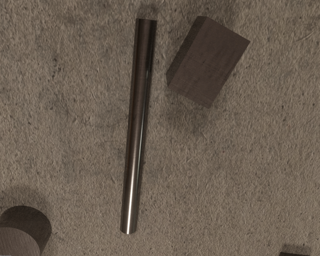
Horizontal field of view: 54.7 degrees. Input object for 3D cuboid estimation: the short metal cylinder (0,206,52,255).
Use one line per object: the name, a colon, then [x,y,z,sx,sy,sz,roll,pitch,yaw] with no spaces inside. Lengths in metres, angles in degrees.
short metal cylinder: [-0.208,0.162,0.453,0.081,0.050,0.079,0,110,-1]

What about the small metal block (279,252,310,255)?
small metal block: [0.216,0.231,0.498,0.050,0.025,0.050,8,110,-4]

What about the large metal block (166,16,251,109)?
large metal block: [0.049,-0.078,0.353,0.050,0.080,0.080,27,108,-10]

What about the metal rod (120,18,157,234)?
metal rod: [-0.031,0.012,0.413,0.025,0.025,0.298,6,110,-3]
